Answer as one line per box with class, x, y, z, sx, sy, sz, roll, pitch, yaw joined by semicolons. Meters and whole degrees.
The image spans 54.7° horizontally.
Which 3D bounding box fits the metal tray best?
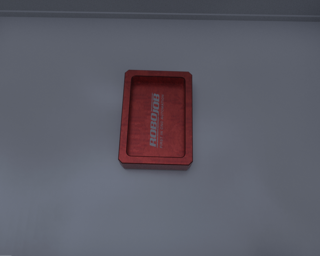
metal tray;-0.004;-0.012;0.408;0.091;0.030;0.130;2;70;0
